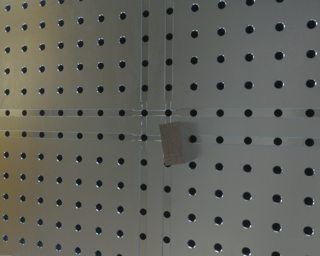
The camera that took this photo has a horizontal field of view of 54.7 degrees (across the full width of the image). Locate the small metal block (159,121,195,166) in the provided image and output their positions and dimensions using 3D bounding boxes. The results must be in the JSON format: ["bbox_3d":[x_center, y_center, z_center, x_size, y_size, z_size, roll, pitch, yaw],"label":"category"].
[{"bbox_3d":[0.023,0.019,0.391,0.025,0.050,0.050,-10,87,19],"label":"small metal block"}]
